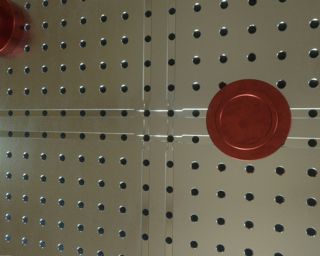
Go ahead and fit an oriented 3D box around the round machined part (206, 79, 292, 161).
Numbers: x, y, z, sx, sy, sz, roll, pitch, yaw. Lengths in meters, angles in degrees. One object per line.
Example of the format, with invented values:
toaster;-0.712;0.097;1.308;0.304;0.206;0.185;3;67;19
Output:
round machined part;0.103;-0.009;0.367;0.098;0.042;0.097;0;90;20

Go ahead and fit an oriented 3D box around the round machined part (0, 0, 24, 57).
round machined part;-0.275;-0.168;0.502;0.098;0.042;0.097;0;90;20
